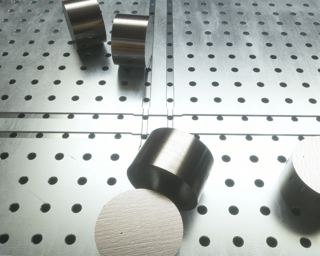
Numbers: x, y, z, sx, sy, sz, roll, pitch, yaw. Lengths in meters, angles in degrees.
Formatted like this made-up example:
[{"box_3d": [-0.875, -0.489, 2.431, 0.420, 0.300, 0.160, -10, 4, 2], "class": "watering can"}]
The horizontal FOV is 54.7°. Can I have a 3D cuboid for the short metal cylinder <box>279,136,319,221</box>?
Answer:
[{"box_3d": [0.181, 0.056, 0.346, 0.081, 0.050, 0.080, 0, 50, 0], "class": "short metal cylinder"}]

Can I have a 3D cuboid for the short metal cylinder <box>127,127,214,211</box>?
[{"box_3d": [0.012, 0.045, 0.334, 0.080, 0.080, 0.050, 20, 53, 16], "class": "short metal cylinder"}]

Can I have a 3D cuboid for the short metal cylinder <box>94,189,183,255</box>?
[{"box_3d": [-0.019, 0.107, 0.301, 0.081, 0.050, 0.080, 0, 50, 0], "class": "short metal cylinder"}]

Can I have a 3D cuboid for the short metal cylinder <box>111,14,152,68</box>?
[{"box_3d": [-0.042, -0.136, 0.486, 0.050, 0.080, 0.080, 6, 50, 5], "class": "short metal cylinder"}]

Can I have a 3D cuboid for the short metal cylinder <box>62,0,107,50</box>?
[{"box_3d": [-0.127, -0.176, 0.519, 0.050, 0.080, 0.080, -19, 53, -15], "class": "short metal cylinder"}]
